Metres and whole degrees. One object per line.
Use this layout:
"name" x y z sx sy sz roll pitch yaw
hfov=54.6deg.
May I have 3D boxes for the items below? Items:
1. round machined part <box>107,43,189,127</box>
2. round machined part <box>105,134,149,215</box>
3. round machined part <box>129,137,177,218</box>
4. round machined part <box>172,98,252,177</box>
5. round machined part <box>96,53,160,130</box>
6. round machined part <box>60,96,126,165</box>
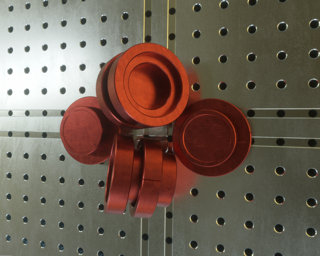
"round machined part" -0.017 -0.049 0.373 0.042 0.099 0.098 -9 86 60
"round machined part" -0.041 0.058 0.384 0.042 0.098 0.097 8 93 -12
"round machined part" -0.009 0.063 0.387 0.042 0.098 0.097 9 94 -12
"round machined part" 0.062 0.012 0.382 0.098 0.042 0.097 0 90 20
"round machined part" -0.035 -0.046 0.399 0.042 0.099 0.098 -9 86 60
"round machined part" -0.101 0.004 0.439 0.098 0.042 0.097 0 90 20
